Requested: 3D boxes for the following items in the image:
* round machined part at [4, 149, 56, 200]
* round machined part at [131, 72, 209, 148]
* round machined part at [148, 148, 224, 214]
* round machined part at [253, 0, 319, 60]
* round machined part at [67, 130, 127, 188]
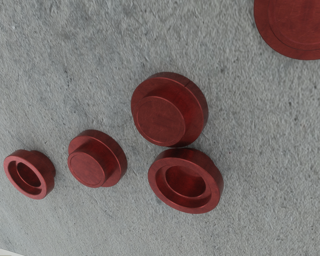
[{"bbox_3d":[-0.232,0.080,0.568,0.098,0.042,0.097,13,124,21],"label":"round machined part"},{"bbox_3d":[0.006,-0.016,0.382,0.098,0.042,0.097,13,124,21],"label":"round machined part"},{"bbox_3d":[0.037,0.065,0.413,0.098,0.042,0.097,14,129,18],"label":"round machined part"},{"bbox_3d":[0.130,-0.105,0.263,0.098,0.042,0.097,13,124,21],"label":"round machined part"},{"bbox_3d":[-0.104,0.055,0.485,0.098,0.042,0.097,13,124,21],"label":"round machined part"}]
